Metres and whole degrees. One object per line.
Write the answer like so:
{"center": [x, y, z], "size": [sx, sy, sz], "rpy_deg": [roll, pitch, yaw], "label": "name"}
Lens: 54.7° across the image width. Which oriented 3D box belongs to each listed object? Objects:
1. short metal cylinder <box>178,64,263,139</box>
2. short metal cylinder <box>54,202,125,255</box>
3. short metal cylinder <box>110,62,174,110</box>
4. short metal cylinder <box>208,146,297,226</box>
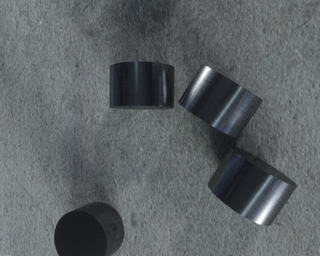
{"center": [0.068, -0.031, 0.355], "size": [0.080, 0.080, 0.050], "rpy_deg": [34, 101, 16], "label": "short metal cylinder"}
{"center": [-0.097, 0.148, 0.428], "size": [0.080, 0.050, 0.079], "rpy_deg": [0, 90, 19], "label": "short metal cylinder"}
{"center": [-0.022, -0.050, 0.387], "size": [0.080, 0.080, 0.050], "rpy_deg": [0, 90, 19], "label": "short metal cylinder"}
{"center": [0.101, 0.062, 0.344], "size": [0.080, 0.080, 0.050], "rpy_deg": [32, 101, 17], "label": "short metal cylinder"}
